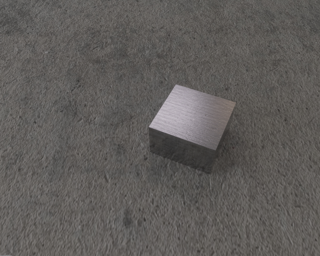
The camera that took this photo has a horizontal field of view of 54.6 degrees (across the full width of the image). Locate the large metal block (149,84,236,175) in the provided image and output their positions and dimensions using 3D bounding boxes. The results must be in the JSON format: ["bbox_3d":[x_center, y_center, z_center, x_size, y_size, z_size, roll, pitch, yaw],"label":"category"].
[{"bbox_3d":[0.041,0.000,0.388,0.080,0.050,0.080,19,53,15],"label":"large metal block"}]
